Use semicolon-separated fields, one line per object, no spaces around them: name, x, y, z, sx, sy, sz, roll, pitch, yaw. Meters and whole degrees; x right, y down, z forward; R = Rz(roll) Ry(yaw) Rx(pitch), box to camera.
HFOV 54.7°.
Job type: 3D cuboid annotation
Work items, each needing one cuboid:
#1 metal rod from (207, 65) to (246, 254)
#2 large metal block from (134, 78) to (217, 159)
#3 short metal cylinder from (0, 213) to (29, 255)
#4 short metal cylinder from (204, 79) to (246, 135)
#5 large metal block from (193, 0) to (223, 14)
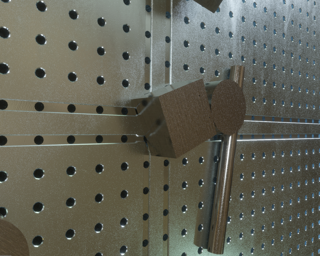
metal rod;0.108;0.046;0.499;0.025;0.025;0.299;15;81;-39
large metal block;0.022;-0.014;0.411;0.081;0.050;0.080;-27;107;-37
short metal cylinder;-0.159;0.110;0.259;0.081;0.050;0.080;0;90;-40
short metal cylinder;0.084;-0.030;0.463;0.081;0.050;0.080;0;90;-40
large metal block;0.087;-0.226;0.436;0.050;0.080;0.080;31;68;-4
